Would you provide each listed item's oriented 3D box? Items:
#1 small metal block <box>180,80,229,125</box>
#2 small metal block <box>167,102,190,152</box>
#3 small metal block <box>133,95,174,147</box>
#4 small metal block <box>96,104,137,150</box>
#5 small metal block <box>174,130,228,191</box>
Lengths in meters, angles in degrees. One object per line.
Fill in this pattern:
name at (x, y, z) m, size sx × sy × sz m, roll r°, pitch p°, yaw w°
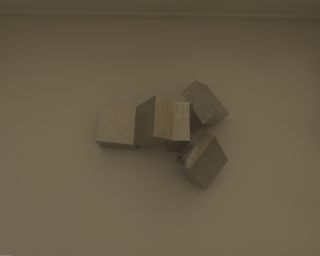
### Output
small metal block at (0.059, -0.032, 0.404) m, size 0.025 × 0.050 × 0.050 m, roll -40°, pitch 73°, yaw 20°
small metal block at (0.023, 0.000, 0.395) m, size 0.025 × 0.050 × 0.050 m, roll 1°, pitch 70°, yaw 0°
small metal block at (-0.008, -0.007, 0.378) m, size 0.025 × 0.050 × 0.050 m, roll 13°, pitch 70°, yaw -29°
small metal block at (-0.053, -0.001, 0.406) m, size 0.050 × 0.025 × 0.050 m, roll 6°, pitch 70°, yaw 2°
small metal block at (0.052, 0.040, 0.378) m, size 0.025 × 0.050 × 0.050 m, roll 23°, pitch 67°, yaw 45°
